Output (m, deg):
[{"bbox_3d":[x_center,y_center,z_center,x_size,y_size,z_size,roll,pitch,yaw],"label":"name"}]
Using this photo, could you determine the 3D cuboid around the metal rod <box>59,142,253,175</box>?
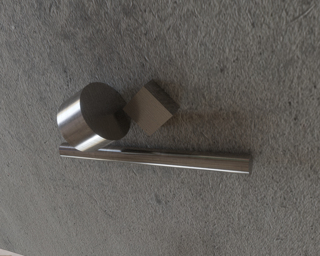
[{"bbox_3d":[-0.024,0.040,0.444,0.300,0.025,0.025,2,119,27],"label":"metal rod"}]

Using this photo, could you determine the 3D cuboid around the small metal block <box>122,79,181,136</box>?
[{"bbox_3d":[-0.011,-0.026,0.397,0.050,0.025,0.050,45,129,-4],"label":"small metal block"}]

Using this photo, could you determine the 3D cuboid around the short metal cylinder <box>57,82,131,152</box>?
[{"bbox_3d":[-0.086,-0.014,0.408,0.050,0.080,0.080,-25,105,37],"label":"short metal cylinder"}]
